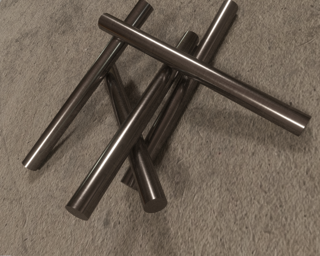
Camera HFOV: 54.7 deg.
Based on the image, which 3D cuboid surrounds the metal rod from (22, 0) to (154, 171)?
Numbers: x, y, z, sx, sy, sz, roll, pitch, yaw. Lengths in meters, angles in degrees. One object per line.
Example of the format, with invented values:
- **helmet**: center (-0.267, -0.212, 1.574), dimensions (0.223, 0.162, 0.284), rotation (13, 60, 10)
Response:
- **metal rod**: center (-0.109, -0.062, 0.463), dimensions (0.025, 0.025, 0.299), rotation (39, 94, 38)

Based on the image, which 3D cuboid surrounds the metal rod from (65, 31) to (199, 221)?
- **metal rod**: center (-0.016, -0.026, 0.377), dimensions (0.025, 0.025, 0.301), rotation (6, 49, 31)

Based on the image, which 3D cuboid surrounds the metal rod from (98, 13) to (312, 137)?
- **metal rod**: center (0.037, -0.077, 0.384), dimensions (0.300, 0.025, 0.025), rotation (33, 80, 23)

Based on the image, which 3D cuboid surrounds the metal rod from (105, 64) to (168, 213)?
- **metal rod**: center (-0.048, -0.019, 0.416), dimensions (0.025, 0.025, 0.300), rotation (-32, 45, 7)

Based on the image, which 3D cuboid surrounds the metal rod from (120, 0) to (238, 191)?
- **metal rod**: center (0.033, -0.054, 0.418), dimensions (0.025, 0.025, 0.300), rotation (18, 71, 35)
